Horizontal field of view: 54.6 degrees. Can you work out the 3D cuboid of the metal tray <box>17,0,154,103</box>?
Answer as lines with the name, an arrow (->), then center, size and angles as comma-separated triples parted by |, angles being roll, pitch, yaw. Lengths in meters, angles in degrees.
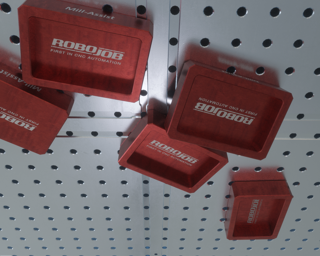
metal tray -> -0.079, -0.082, 0.337 | 0.131, 0.030, 0.089 | 9, 130, -8

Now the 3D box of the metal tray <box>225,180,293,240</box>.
metal tray -> 0.163, 0.144, 0.531 | 0.090, 0.030, 0.129 | -2, 130, 1

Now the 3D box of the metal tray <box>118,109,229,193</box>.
metal tray -> 0.018, 0.038, 0.440 | 0.131, 0.030, 0.090 | 25, 126, -20

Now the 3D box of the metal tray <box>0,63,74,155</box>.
metal tray -> -0.187, -0.026, 0.384 | 0.131, 0.030, 0.090 | 27, 125, -21

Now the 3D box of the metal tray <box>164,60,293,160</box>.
metal tray -> 0.080, -0.019, 0.373 | 0.131, 0.030, 0.089 | 14, 109, -12
